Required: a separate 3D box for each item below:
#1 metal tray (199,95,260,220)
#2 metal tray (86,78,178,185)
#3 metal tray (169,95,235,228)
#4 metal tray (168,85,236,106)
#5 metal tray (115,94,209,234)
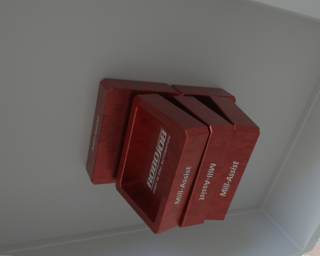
[{"bbox_3d":[0.068,0.036,0.382,0.030,0.090,0.129,7,116,-16],"label":"metal tray"},{"bbox_3d":[-0.036,0.007,0.387,0.091,0.030,0.129,0,118,-29],"label":"metal tray"},{"bbox_3d":[0.031,0.037,0.364,0.030,0.090,0.129,0,117,-28],"label":"metal tray"},{"bbox_3d":[0.043,0.008,0.432,0.091,0.030,0.129,0,118,-29],"label":"metal tray"},{"bbox_3d":[-0.004,0.038,0.343,0.030,0.090,0.129,-8,123,-40],"label":"metal tray"}]
